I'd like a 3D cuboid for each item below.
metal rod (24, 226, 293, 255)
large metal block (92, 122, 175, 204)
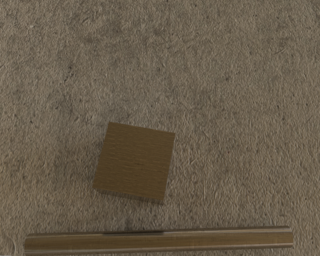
[{"bbox_3d":[0.000,0.131,0.360,0.302,0.025,0.025,-1,70,-1],"label":"metal rod"},{"bbox_3d":[-0.029,0.044,0.378,0.080,0.050,0.080,10,70,3],"label":"large metal block"}]
